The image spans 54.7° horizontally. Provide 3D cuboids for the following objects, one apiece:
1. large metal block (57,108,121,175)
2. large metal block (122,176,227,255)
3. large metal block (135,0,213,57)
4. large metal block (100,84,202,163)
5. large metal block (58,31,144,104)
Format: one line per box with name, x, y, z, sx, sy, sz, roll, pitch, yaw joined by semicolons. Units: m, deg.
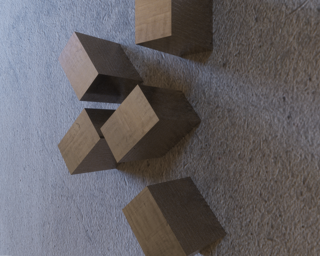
large metal block;-0.083;0.019;0.438;0.080;0.081;0.050;-47;62;30
large metal block;0.017;0.108;0.355;0.050;0.081;0.080;-48;62;30
large metal block;0.018;-0.132;0.354;0.050;0.081;0.080;0;90;40
large metal block;-0.011;-0.004;0.378;0.080;0.081;0.050;-45;63;31
large metal block;-0.084;-0.082;0.438;0.050;0.081;0.080;-47;62;30
